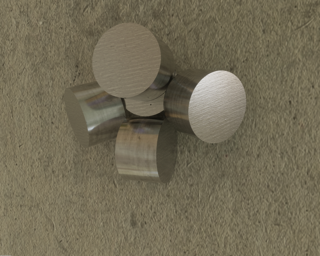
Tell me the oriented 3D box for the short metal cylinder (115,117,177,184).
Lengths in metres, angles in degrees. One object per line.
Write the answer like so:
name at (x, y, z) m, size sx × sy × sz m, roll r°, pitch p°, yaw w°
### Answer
short metal cylinder at (-0.014, 0.026, 0.384) m, size 0.050 × 0.080 × 0.079 m, roll 2°, pitch 91°, yaw 20°

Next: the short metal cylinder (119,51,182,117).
short metal cylinder at (-0.009, -0.054, 0.399) m, size 0.080 × 0.050 × 0.079 m, roll 0°, pitch 90°, yaw 19°

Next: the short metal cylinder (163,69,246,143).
short metal cylinder at (0.051, -0.027, 0.356) m, size 0.050 × 0.081 × 0.079 m, roll 22°, pitch 99°, yaw 57°

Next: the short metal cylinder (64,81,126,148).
short metal cylinder at (-0.086, -0.019, 0.405) m, size 0.080 × 0.050 × 0.079 m, roll 39°, pitch 139°, yaw 45°

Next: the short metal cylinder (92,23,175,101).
short metal cylinder at (-0.028, -0.072, 0.352) m, size 0.080 × 0.050 × 0.079 m, roll 0°, pitch 90°, yaw 19°
